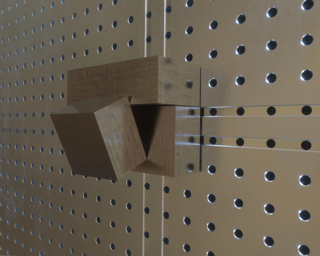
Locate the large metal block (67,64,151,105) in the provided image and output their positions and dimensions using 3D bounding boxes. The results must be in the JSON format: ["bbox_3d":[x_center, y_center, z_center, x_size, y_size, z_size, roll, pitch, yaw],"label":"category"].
[{"bbox_3d":[-0.069,-0.053,0.427,0.080,0.081,0.050,1,91,39],"label":"large metal block"}]

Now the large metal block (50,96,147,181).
[{"bbox_3d":[-0.072,0.011,0.363,0.080,0.050,0.080,0,114,39],"label":"large metal block"}]

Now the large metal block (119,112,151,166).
[{"bbox_3d":[-0.060,0.012,0.438,0.080,0.050,0.079,1,91,39],"label":"large metal block"}]

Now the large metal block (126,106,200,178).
[{"bbox_3d":[0.002,0.014,0.386,0.080,0.050,0.079,1,91,39],"label":"large metal block"}]

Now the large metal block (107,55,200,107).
[{"bbox_3d":[-0.007,-0.051,0.376,0.080,0.081,0.050,1,91,39],"label":"large metal block"}]
